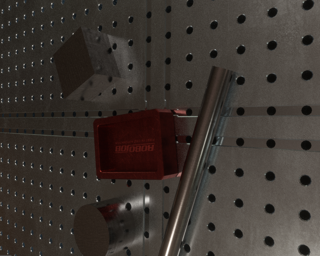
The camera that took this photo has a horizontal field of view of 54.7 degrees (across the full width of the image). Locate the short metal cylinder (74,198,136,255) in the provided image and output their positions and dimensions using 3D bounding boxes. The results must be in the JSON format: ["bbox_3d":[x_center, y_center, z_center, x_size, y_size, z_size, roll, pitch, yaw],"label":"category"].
[{"bbox_3d":[-0.083,0.149,0.459,0.080,0.050,0.079,0,90,39],"label":"short metal cylinder"}]

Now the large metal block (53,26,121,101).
[{"bbox_3d":[-0.116,-0.097,0.486,0.080,0.050,0.080,-29,72,36],"label":"large metal block"}]

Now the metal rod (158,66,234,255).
[{"bbox_3d":[0.034,0.074,0.379,0.025,0.025,0.298,24,105,37],"label":"metal rod"}]

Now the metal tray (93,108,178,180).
[{"bbox_3d":[-0.039,0.026,0.435,0.130,0.030,0.089,-7,86,39],"label":"metal tray"}]
